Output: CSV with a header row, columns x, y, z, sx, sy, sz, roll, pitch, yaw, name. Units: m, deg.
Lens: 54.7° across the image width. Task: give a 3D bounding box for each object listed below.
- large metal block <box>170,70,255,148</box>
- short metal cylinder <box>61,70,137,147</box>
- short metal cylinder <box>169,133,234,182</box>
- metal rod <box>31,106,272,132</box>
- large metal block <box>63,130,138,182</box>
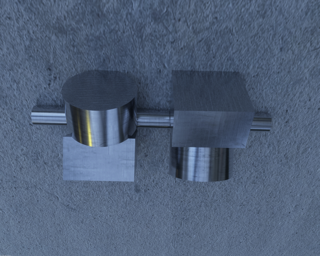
x,y,z,sx,sy,sz,roll,pitch,yaw,name
0.054,-0.023,0.353,0.081,0.080,0.050,1,130,-1,large metal block
-0.066,-0.024,0.351,0.081,0.080,0.050,3,130,-3,short metal cylinder
0.052,0.033,0.393,0.081,0.080,0.050,1,95,-1,short metal cylinder
-0.009,-0.012,0.401,0.302,0.025,0.025,2,130,-2,metal rod
-0.070,0.031,0.391,0.081,0.080,0.050,2,96,-2,large metal block
